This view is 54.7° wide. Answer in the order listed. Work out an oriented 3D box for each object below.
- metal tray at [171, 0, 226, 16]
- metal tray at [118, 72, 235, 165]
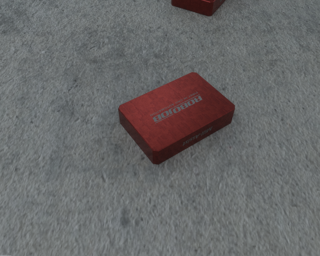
[{"bbox_3d":[0.092,-0.285,0.641,0.090,0.030,0.130,24,54,18],"label":"metal tray"},{"bbox_3d":[0.022,-0.018,0.416,0.131,0.030,0.090,-28,56,-22],"label":"metal tray"}]
